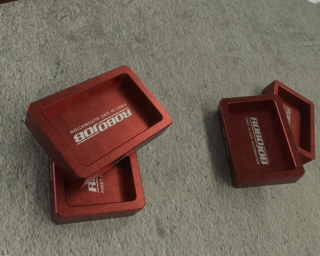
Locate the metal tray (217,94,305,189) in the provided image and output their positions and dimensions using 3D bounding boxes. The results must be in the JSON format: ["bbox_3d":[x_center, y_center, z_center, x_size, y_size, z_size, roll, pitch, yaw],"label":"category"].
[{"bbox_3d":[0.138,0.016,0.441,0.091,0.030,0.130,-5,61,-2],"label":"metal tray"}]

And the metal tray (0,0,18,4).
[{"bbox_3d":[-0.199,-0.227,0.432,0.090,0.030,0.131,49,51,6],"label":"metal tray"}]

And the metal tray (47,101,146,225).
[{"bbox_3d":[-0.073,0.033,0.340,0.091,0.030,0.130,1,61,-28],"label":"metal tray"}]

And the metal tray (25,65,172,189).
[{"bbox_3d":[-0.060,-0.007,0.332,0.131,0.030,0.090,-33,80,-38],"label":"metal tray"}]

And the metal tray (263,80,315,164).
[{"bbox_3d":[0.214,-0.011,0.521,0.090,0.030,0.130,29,52,-10],"label":"metal tray"}]
